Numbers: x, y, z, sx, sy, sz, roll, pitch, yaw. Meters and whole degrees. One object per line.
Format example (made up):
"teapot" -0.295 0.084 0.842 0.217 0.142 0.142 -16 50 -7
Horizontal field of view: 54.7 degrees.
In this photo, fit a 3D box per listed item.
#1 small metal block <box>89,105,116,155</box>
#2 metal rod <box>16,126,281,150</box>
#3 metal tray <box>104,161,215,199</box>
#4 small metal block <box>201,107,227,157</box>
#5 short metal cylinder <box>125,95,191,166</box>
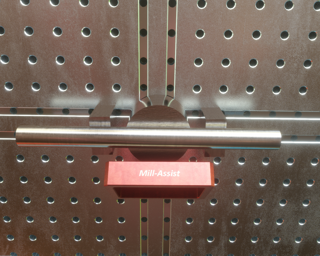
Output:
"small metal block" -0.072 0.001 0.400 0.025 0.050 0.050 -1 110 0
"metal rod" -0.013 0.012 0.364 0.302 0.025 0.025 1 110 0
"metal tray" -0.001 0.071 0.407 0.131 0.090 0.030 0 67 0
"small metal block" 0.068 0.004 0.402 0.025 0.050 0.050 -1 110 0
"short metal cylinder" -0.002 0.002 0.400 0.081 0.050 0.079 0 110 0
